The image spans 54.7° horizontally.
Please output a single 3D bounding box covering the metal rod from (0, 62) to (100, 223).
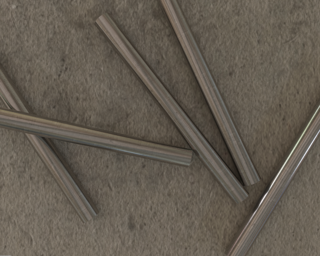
[{"bbox_3d":[-0.173,-0.007,0.407,0.025,0.025,0.299,-33,90,0],"label":"metal rod"}]

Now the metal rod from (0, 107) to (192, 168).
[{"bbox_3d":[-0.107,0.007,0.390,0.302,0.025,0.025,13,90,-8],"label":"metal rod"}]

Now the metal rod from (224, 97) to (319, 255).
[{"bbox_3d":[0.175,0.045,0.412,0.025,0.025,0.299,32,90,-1],"label":"metal rod"}]

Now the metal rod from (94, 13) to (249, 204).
[{"bbox_3d":[0.016,-0.025,0.410,0.025,0.025,0.300,-38,91,0],"label":"metal rod"}]

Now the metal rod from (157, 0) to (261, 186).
[{"bbox_3d":[0.059,-0.064,0.410,0.025,0.025,0.299,-25,90,0],"label":"metal rod"}]
